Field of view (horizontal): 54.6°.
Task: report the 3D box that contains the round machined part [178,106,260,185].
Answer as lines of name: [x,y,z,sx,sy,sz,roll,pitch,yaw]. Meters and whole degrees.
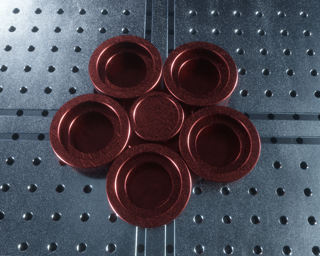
round machined part: [0.072,0.024,0.394,0.099,0.042,0.098,0,70,0]

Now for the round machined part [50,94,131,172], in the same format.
round machined part: [-0.086,0.008,0.399,0.099,0.042,0.098,0,70,0]

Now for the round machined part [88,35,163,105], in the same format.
round machined part: [-0.046,-0.076,0.430,0.099,0.042,0.098,0,70,0]

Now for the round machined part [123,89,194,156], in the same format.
round machined part: [-0.004,-0.008,0.405,0.099,0.042,0.098,0,70,0]

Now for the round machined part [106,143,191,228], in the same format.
round machined part: [-0.013,0.071,0.376,0.099,0.042,0.098,0,70,0]

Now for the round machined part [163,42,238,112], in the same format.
round machined part: [0.053,-0.066,0.427,0.099,0.042,0.098,0,70,0]
